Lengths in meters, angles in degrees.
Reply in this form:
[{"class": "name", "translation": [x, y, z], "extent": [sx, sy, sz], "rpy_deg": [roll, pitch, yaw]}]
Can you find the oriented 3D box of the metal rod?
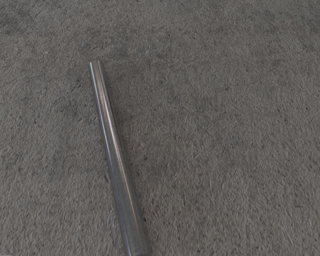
[{"class": "metal rod", "translation": [-0.060, 0.015, 0.390], "extent": [0.025, 0.025, 0.300], "rpy_deg": [-12, 51, -10]}]
